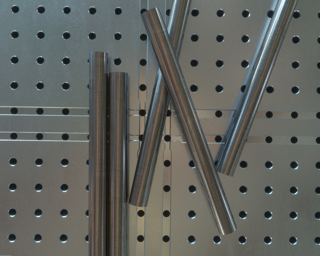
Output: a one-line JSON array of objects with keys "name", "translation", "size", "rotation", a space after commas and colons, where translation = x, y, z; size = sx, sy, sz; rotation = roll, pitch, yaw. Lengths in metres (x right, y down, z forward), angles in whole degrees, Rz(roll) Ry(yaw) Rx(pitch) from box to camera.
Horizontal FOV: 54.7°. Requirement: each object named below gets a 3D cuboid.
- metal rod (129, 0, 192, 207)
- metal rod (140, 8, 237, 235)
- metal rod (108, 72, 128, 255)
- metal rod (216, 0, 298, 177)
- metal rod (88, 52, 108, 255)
[{"name": "metal rod", "translation": [0.002, -0.044, 0.413], "size": [0.025, 0.025, 0.298], "rotation": [12, 90, -1]}, {"name": "metal rod", "translation": [0.039, -0.003, 0.397], "size": [0.025, 0.025, 0.298], "rotation": [-20, 97, 0]}, {"name": "metal rod", "translation": [-0.056, 0.076, 0.412], "size": [0.025, 0.025, 0.298], "rotation": [0, 90, -1]}, {"name": "metal rod", "translation": [0.138, -0.079, 0.415], "size": [0.025, 0.025, 0.299], "rotation": [21, 90, -1]}, {"name": "metal rod", "translation": [-0.082, 0.050, 0.412], "size": [0.025, 0.025, 0.298], "rotation": [0, 90, -1]}]
